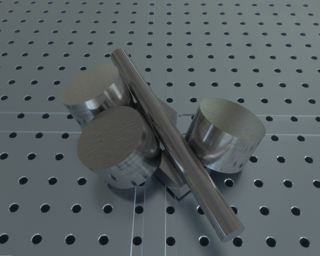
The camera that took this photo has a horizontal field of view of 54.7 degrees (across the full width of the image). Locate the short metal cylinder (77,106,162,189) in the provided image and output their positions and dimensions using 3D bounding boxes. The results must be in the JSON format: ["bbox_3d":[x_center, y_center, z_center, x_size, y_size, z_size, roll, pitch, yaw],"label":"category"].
[{"bbox_3d":[-0.045,0.022,0.350,0.080,0.050,0.080,-13,52,18],"label":"short metal cylinder"}]

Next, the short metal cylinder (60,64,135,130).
[{"bbox_3d":[-0.079,-0.038,0.400,0.080,0.050,0.080,-16,40,14],"label":"short metal cylinder"}]

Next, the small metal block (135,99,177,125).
[{"bbox_3d":[-0.013,-0.013,0.414,0.050,0.025,0.050,-36,59,-26],"label":"small metal block"}]

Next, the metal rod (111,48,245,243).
[{"bbox_3d":[0.003,-0.004,0.373,0.025,0.025,0.300,-20,53,-16],"label":"metal rod"}]

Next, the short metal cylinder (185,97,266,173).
[{"bbox_3d":[0.075,0.007,0.364,0.081,0.050,0.080,15,33,-10],"label":"short metal cylinder"}]

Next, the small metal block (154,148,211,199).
[{"bbox_3d":[0.025,0.046,0.365,0.050,0.025,0.050,-33,58,-25],"label":"small metal block"}]
